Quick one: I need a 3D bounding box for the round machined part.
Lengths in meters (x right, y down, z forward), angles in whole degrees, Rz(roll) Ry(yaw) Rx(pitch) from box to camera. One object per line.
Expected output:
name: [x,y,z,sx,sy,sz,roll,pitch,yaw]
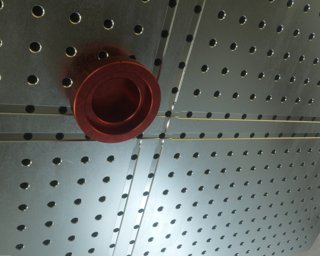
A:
round machined part: [-0.052,-0.035,0.351,0.099,0.042,0.097,-14,125,-21]
